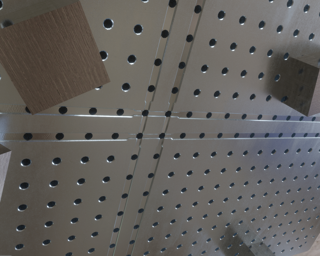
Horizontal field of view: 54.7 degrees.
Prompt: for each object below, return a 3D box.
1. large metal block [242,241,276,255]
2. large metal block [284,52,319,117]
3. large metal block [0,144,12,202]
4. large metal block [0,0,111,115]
[{"bbox_3d":[0.228,0.321,0.703,0.050,0.080,0.079,-1,119,-28],"label":"large metal block"},{"bbox_3d":[0.253,-0.073,0.492,0.081,0.050,0.079,-16,125,-20],"label":"large metal block"},{"bbox_3d":[-0.200,0.055,0.294,0.080,0.050,0.079,-30,145,-65],"label":"large metal block"},{"bbox_3d":[-0.104,-0.071,0.295,0.080,0.050,0.080,-26,128,-13],"label":"large metal block"}]
